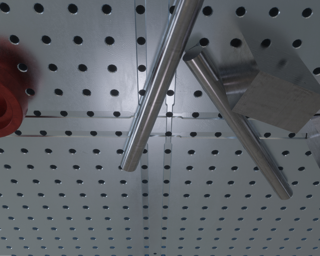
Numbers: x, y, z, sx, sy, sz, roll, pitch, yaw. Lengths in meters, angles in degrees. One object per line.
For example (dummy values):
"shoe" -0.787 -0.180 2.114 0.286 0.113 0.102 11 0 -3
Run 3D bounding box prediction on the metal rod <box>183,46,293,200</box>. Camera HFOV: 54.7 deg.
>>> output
"metal rod" 0.120 0.012 0.423 0.025 0.025 0.300 -27 125 21

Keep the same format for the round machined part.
"round machined part" -0.207 -0.038 0.366 0.099 0.042 0.097 0 130 0

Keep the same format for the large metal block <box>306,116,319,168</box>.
"large metal block" 0.246 0.023 0.398 0.080 0.080 0.050 -9 130 8

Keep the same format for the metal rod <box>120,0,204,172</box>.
"metal rod" -0.001 -0.053 0.366 0.025 0.025 0.298 14 129 -12

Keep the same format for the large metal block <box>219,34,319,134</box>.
"large metal block" 0.118 -0.049 0.335 0.081 0.080 0.050 18 128 -15
